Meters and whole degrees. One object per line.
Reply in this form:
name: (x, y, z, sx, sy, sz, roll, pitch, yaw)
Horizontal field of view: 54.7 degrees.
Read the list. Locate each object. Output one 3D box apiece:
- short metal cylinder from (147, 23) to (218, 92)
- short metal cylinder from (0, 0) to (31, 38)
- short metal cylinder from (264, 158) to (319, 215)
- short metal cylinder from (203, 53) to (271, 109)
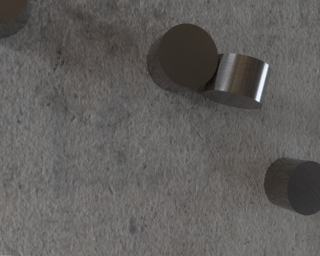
short metal cylinder: (0.028, -0.089, 0.406, 0.081, 0.050, 0.079, 0, 90, -20)
short metal cylinder: (-0.182, -0.142, 0.328, 0.081, 0.050, 0.079, 0, 90, -21)
short metal cylinder: (0.209, 0.088, 0.475, 0.081, 0.050, 0.079, 0, 90, -21)
short metal cylinder: (0.104, -0.061, 0.419, 0.081, 0.080, 0.050, 17, 84, -20)
